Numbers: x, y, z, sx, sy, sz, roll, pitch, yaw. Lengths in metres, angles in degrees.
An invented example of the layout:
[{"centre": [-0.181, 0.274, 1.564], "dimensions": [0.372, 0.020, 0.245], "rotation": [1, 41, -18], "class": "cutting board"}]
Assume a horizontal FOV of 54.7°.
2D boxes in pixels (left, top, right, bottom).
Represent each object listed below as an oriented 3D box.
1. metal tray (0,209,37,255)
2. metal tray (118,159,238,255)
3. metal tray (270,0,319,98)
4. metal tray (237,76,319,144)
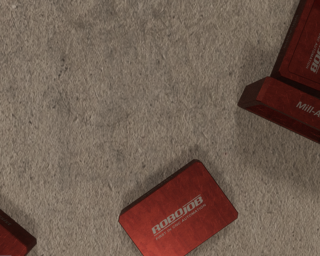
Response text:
[{"centre": [-0.243, 0.146, 0.404], "dimensions": [0.130, 0.030, 0.090], "rotation": [40, 90, -1], "class": "metal tray"}, {"centre": [0.023, 0.113, 0.408], "dimensions": [0.130, 0.030, 0.090], "rotation": [-35, 90, -1], "class": "metal tray"}, {"centre": [0.215, -0.111, 0.410], "dimensions": [0.090, 0.030, 0.129], "rotation": [22, 90, -1], "class": "metal tray"}, {"centre": [0.170, -0.017, 0.379], "dimensions": [0.131, 0.090, 0.030], "rotation": [25, 90, -1], "class": "metal tray"}]
